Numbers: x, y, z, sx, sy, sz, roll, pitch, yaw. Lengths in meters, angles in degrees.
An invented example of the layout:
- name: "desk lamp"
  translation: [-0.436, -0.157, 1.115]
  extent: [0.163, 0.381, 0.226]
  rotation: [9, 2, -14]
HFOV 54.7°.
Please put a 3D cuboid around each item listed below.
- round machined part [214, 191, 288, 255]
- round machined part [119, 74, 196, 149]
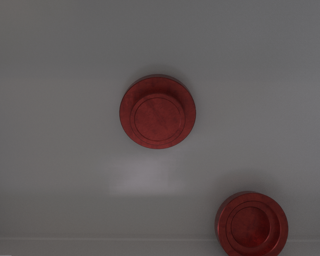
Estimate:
- name: "round machined part"
  translation: [0.126, 0.139, 0.442]
  extent: [0.099, 0.042, 0.097]
  rotation: [0, 86, -4]
- name: "round machined part"
  translation: [-0.003, -0.017, 0.396]
  extent: [0.099, 0.042, 0.097]
  rotation: [0, 110, 0]
